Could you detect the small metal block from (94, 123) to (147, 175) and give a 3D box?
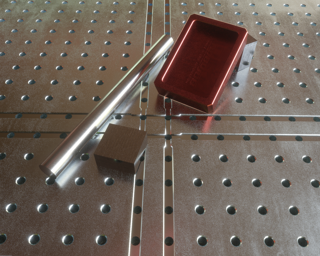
[{"bbox_3d":[-0.047,0.025,0.386,0.050,0.025,0.050,12,51,10],"label":"small metal block"}]

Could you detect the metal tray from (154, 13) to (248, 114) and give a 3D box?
[{"bbox_3d":[0.060,-0.096,0.452,0.090,0.030,0.130,23,78,18],"label":"metal tray"}]

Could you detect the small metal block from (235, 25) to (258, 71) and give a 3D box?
[{"bbox_3d":[0.125,-0.129,0.501,0.025,0.050,0.050,-23,54,-20],"label":"small metal block"}]

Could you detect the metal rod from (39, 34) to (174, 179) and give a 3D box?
[{"bbox_3d":[-0.059,-0.049,0.447,0.025,0.025,0.301,23,53,18],"label":"metal rod"}]
